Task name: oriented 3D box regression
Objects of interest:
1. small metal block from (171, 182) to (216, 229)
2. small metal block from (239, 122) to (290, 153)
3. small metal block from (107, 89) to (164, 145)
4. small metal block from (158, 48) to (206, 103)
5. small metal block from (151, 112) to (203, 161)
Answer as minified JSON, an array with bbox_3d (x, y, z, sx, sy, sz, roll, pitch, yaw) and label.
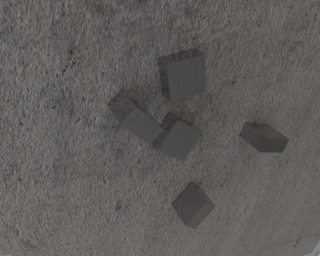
[{"bbox_3d":[0.053,0.124,0.496,0.025,0.050,0.050,33,100,-39],"label":"small metal block"},{"bbox_3d":[0.164,0.015,0.489,0.050,0.050,0.025,3,117,-30],"label":"small metal block"},{"bbox_3d":[-0.029,-0.013,0.366,0.025,0.050,0.050,-47,129,5],"label":"small metal block"},{"bbox_3d":[0.028,-0.065,0.382,0.050,0.025,0.050,-20,126,-17],"label":"small metal block"},{"bbox_3d":[0.022,0.012,0.427,0.050,0.025,0.050,23,106,-37],"label":"small metal block"}]
